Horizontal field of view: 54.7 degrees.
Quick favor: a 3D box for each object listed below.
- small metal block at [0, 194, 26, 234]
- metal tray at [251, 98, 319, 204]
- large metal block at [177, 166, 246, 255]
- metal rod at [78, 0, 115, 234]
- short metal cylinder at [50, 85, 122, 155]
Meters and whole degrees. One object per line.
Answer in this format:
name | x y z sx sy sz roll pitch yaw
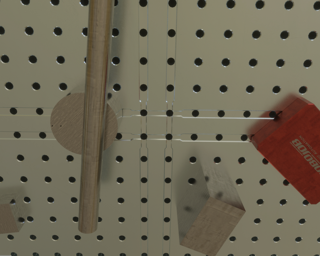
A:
small metal block | -0.235 0.128 0.458 0.050 0.025 0.050 -7 110 2
metal tray | 0.203 0.034 0.425 0.130 0.030 0.090 43 104 -14
large metal block | 0.065 0.112 0.426 0.050 0.080 0.080 24 108 -9
metal rod | -0.075 -0.008 0.356 0.025 0.025 0.298 7 110 -3
short metal cylinder | -0.091 -0.012 0.395 0.081 0.050 0.079 0 110 0
